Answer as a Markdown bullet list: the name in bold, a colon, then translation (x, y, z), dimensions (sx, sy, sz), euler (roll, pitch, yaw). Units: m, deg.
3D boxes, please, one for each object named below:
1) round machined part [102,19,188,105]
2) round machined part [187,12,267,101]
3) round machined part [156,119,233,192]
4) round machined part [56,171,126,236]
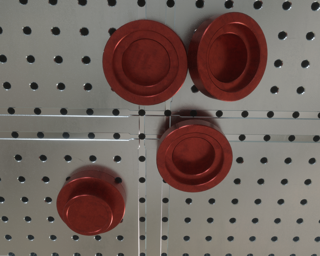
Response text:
- **round machined part**: translation (-0.016, -0.080, 0.373), dimensions (0.099, 0.042, 0.097), euler (1, 110, 3)
- **round machined part**: translation (0.074, -0.082, 0.362), dimensions (0.099, 0.042, 0.097), euler (-7, 105, -26)
- **round machined part**: translation (0.044, 0.034, 0.418), dimensions (0.099, 0.042, 0.097), euler (0, 110, -1)
- **round machined part**: translation (-0.100, 0.114, 0.445), dimensions (0.099, 0.042, 0.097), euler (0, 110, -1)
